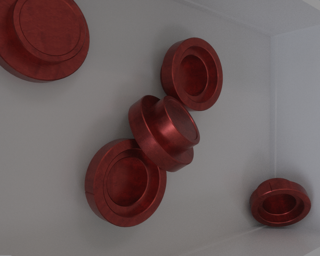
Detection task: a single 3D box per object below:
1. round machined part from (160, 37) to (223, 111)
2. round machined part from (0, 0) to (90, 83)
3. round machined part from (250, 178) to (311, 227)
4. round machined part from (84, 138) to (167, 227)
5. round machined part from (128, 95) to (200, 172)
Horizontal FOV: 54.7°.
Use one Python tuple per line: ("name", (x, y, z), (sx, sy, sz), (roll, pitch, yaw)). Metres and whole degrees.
("round machined part", (0.039, -0.072, 0.428), (0.099, 0.042, 0.097), (0, 90, -40))
("round machined part", (-0.113, -0.095, 0.301), (0.099, 0.042, 0.097), (0, 90, -40))
("round machined part", (0.208, 0.126, 0.546), (0.098, 0.098, 0.042), (53, 24, -27))
("round machined part", (-0.043, 0.061, 0.360), (0.099, 0.042, 0.097), (0, 90, -40))
("round machined part", (0.011, 0.000, 0.373), (0.098, 0.042, 0.098), (42, 27, -27))
